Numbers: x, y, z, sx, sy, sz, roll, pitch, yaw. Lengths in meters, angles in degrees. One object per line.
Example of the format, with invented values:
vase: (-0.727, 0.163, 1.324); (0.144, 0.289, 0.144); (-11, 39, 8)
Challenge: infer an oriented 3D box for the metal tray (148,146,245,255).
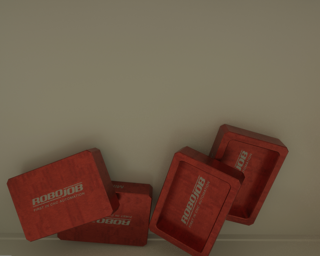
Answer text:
metal tray: (0.046, 0.101, 0.415); (0.090, 0.030, 0.129); (25, 110, 18)

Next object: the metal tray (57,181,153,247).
metal tray: (-0.080, 0.123, 0.453); (0.131, 0.030, 0.089); (6, 110, -3)

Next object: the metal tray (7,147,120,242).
metal tray: (-0.131, 0.090, 0.419); (0.130, 0.030, 0.090); (-20, 88, 11)

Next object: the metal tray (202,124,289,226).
metal tray: (0.109, 0.068, 0.435); (0.091, 0.030, 0.129); (16, 109, -6)
